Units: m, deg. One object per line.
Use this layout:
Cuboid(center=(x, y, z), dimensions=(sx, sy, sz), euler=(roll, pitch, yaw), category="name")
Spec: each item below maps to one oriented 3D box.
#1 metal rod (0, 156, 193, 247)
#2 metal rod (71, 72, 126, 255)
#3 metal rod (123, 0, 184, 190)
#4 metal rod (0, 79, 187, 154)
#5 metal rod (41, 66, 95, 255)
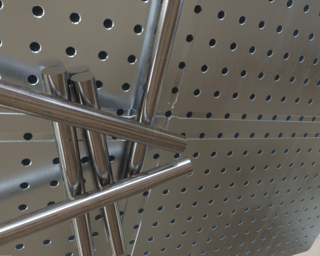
Cuboid(center=(-0.097, 0.095, 0.384), dimensions=(0.302, 0.025, 0.025), euler=(-18, 126, -18), category="metal rod")
Cuboid(center=(-0.075, 0.069, 0.414), dimensions=(0.025, 0.025, 0.298), euler=(-17, 126, -19), category="metal rod")
Cuboid(center=(-0.011, -0.044, 0.379), dimensions=(0.025, 0.025, 0.298), euler=(-1, 119, -29), category="metal rod")
Cuboid(center=(-0.091, -0.015, 0.319), dimensions=(0.302, 0.025, 0.025), euler=(17, 109, -35), category="metal rod")
Cuboid(center=(-0.110, 0.068, 0.394), dimensions=(0.025, 0.025, 0.298), euler=(-13, 124, -22), category="metal rod")
